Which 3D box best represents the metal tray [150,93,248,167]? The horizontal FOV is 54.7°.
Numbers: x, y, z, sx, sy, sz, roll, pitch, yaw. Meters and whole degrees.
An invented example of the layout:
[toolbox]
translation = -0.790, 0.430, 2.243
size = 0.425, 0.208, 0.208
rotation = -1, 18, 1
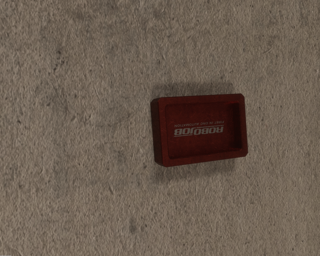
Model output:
[metal tray]
translation = 0.056, 0.001, 0.428
size = 0.131, 0.030, 0.089
rotation = -5, 92, -20
